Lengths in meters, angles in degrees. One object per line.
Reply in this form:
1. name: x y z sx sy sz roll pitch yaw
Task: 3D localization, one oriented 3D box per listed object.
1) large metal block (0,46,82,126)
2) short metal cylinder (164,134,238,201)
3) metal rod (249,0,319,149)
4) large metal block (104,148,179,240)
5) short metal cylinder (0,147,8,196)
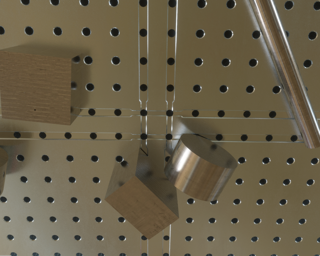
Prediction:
1. large metal block: -0.143 -0.053 0.379 0.081 0.050 0.079 6 110 -3
2. short metal cylinder: 0.052 0.049 0.403 0.080 0.080 0.050 23 109 -8
3. metal rod: 0.142 -0.104 0.376 0.025 0.025 0.299 -26 108 9
4. large metal block: -0.022 0.085 0.415 0.050 0.080 0.080 -39 106 13
5. short metal cylinder: -0.245 0.057 0.403 0.080 0.080 0.050 16 109 -6
